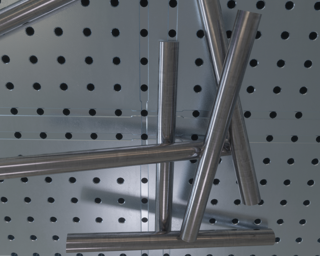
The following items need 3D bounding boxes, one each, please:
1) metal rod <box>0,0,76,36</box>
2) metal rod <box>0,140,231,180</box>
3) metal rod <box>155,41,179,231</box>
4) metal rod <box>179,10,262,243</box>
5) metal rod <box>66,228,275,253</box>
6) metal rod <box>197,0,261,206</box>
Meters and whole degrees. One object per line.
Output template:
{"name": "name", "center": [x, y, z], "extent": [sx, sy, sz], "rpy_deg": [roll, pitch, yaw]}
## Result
{"name": "metal rod", "center": [-0.074, -0.169, 0.350], "extent": [0.301, 0.025, 0.025], "rpy_deg": [-22, 109, 7]}
{"name": "metal rod", "center": [-0.034, 0.035, 0.384], "extent": [0.302, 0.025, 0.025], "rpy_deg": [-4, 111, -15]}
{"name": "metal rod", "center": [0.007, 0.035, 0.426], "extent": [0.025, 0.025, 0.298], "rpy_deg": [1, 110, -1]}
{"name": "metal rod", "center": [0.066, 0.016, 0.376], "extent": [0.025, 0.025, 0.298], "rpy_deg": [10, 113, -4]}
{"name": "metal rod", "center": [0.023, 0.161, 0.447], "extent": [0.302, 0.025, 0.025], "rpy_deg": [2, 110, -11]}
{"name": "metal rod", "center": [0.083, -0.044, 0.378], "extent": [0.025, 0.025, 0.299], "rpy_deg": [-14, 103, 5]}
